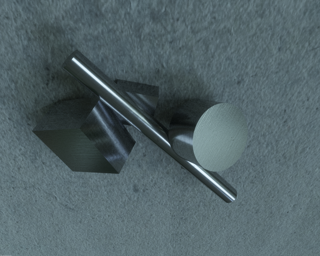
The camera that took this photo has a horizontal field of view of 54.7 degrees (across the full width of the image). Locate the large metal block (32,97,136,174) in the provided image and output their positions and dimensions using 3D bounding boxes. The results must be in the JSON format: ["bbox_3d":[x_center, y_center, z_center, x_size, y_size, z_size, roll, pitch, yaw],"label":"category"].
[{"bbox_3d":[-0.090,0.011,0.379,0.080,0.050,0.080,-3,136,33],"label":"large metal block"}]

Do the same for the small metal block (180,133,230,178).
[{"bbox_3d":[0.063,0.040,0.445,0.050,0.025,0.050,19,128,-16],"label":"small metal block"}]

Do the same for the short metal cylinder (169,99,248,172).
[{"bbox_3d":[0.058,0.007,0.373,0.081,0.050,0.079,-6,103,-29],"label":"short metal cylinder"}]

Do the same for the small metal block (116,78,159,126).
[{"bbox_3d":[-0.031,-0.029,0.384,0.050,0.025,0.050,9,130,-9],"label":"small metal block"}]

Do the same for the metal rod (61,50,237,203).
[{"bbox_3d":[0.006,0.015,0.389,0.025,0.025,0.300,-34,123,25],"label":"metal rod"}]
